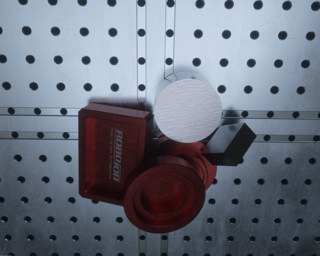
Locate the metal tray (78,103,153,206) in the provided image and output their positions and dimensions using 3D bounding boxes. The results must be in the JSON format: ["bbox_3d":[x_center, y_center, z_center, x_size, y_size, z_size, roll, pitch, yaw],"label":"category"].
[{"bbox_3d":[-0.060,0.038,0.412,0.090,0.030,0.129,9,110,11],"label":"metal tray"}]

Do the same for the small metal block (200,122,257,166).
[{"bbox_3d":[0.088,0.022,0.399,0.025,0.050,0.050,45,69,-15],"label":"small metal block"}]

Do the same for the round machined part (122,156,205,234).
[{"bbox_3d":[0.003,0.077,0.382,0.099,0.042,0.097,-4,112,-10],"label":"round machined part"}]

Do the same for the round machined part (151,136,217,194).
[{"bbox_3d":[0.029,0.058,0.425,0.099,0.042,0.097,0,110,-1],"label":"round machined part"}]

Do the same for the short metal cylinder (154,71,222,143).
[{"bbox_3d":[0.033,-0.028,0.390,0.081,0.050,0.079,0,110,-1],"label":"short metal cylinder"}]
